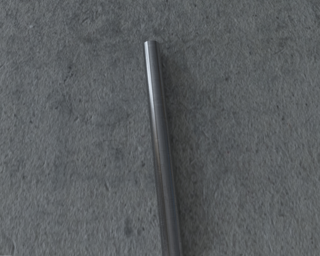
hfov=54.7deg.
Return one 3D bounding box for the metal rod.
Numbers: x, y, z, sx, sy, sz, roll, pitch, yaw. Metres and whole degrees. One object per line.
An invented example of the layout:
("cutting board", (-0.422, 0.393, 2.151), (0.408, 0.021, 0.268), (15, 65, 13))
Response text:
("metal rod", (0.002, 0.019, 0.400), (0.025, 0.025, 0.299), (-5, 70, -2))
